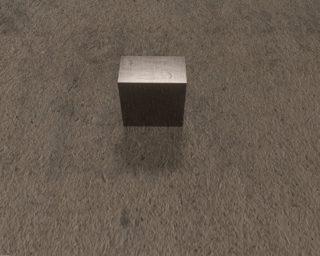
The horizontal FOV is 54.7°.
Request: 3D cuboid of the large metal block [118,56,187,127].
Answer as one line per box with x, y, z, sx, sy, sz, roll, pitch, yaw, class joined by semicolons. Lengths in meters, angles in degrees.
-0.009;-0.046;0.406;0.081;0.080;0.050;0;50;0;large metal block
